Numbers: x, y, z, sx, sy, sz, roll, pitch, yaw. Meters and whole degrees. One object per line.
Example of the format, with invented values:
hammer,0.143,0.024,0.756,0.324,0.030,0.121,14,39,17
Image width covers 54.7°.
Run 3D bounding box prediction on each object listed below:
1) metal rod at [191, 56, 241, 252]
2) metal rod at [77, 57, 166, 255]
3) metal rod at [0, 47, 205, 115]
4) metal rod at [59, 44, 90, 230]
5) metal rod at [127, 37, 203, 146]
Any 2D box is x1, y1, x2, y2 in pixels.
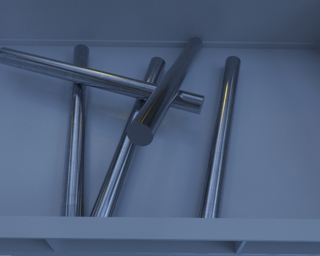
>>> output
metal rod,0.080,0.006,0.400,0.025,0.025,0.300,11,51,9
metal rod,-0.036,0.009,0.396,0.025,0.025,0.300,10,51,8
metal rod,-0.089,-0.068,0.427,0.301,0.025,0.025,15,52,12
metal rod,-0.110,-0.013,0.414,0.025,0.025,0.300,-5,50,-5
metal rod,0.021,-0.068,0.402,0.025,0.025,0.301,13,33,10
